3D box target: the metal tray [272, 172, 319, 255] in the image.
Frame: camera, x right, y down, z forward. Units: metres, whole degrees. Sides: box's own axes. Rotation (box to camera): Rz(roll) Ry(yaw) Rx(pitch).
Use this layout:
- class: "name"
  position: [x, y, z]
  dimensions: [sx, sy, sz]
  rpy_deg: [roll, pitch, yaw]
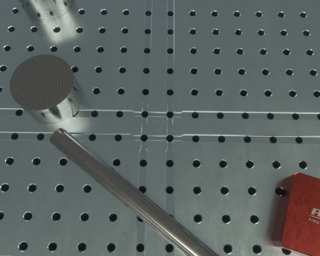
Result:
- class: "metal tray"
  position: [0.210, 0.116, 0.368]
  dimensions: [0.131, 0.030, 0.090]
  rpy_deg: [18, 71, 6]

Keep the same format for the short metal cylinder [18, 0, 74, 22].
- class: "short metal cylinder"
  position: [-0.179, -0.211, 0.474]
  dimensions: [0.081, 0.050, 0.080]
  rpy_deg: [0, 70, 0]

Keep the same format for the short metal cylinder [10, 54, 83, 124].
- class: "short metal cylinder"
  position: [-0.150, -0.051, 0.416]
  dimensions: [0.081, 0.050, 0.080]
  rpy_deg: [0, 70, 0]

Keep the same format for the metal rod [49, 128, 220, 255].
- class: "metal rod"
  position: [-0.018, 0.098, 0.375]
  dimensions: [0.300, 0.025, 0.025]
  rpy_deg: [37, 74, 12]
